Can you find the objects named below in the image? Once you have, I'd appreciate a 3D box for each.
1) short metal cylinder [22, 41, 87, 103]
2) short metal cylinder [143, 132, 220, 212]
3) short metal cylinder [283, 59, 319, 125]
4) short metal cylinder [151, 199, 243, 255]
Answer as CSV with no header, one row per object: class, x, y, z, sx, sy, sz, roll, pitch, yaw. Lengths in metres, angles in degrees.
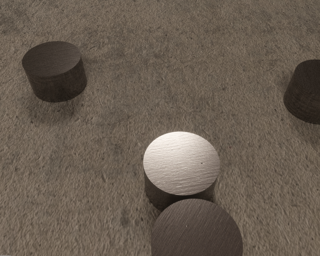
short metal cylinder,-0.153,-0.083,0.455,0.081,0.050,0.080,0,50,0
short metal cylinder,0.023,0.051,0.345,0.081,0.050,0.080,0,50,0
short metal cylinder,0.222,-0.051,0.433,0.081,0.050,0.080,0,50,0
short metal cylinder,0.032,0.114,0.291,0.081,0.050,0.080,0,50,0
